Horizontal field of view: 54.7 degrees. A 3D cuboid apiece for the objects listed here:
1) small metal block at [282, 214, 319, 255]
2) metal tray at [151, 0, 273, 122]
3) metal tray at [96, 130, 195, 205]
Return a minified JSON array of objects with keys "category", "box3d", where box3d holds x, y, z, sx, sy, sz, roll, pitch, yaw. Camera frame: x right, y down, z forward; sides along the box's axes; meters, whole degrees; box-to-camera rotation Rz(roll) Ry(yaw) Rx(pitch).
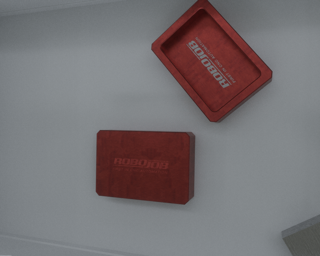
[{"category":"small metal block","box3d":[0.174,0.133,0.349,0.050,0.025,0.050,-32,80,17]},{"category":"metal tray","box3d":[0.062,-0.082,0.385,0.090,0.030,0.130,-41,78,15]},{"category":"metal tray","box3d":[-0.021,0.049,0.414,0.130,0.030,0.089,1,90,19]}]
